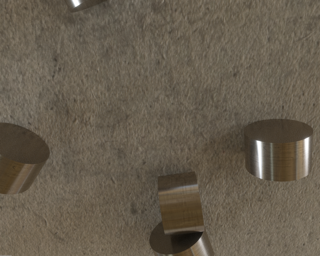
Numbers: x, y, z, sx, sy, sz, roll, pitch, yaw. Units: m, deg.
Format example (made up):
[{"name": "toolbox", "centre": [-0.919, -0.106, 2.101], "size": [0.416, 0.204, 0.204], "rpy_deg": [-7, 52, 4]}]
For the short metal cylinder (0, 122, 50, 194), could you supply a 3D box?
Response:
[{"name": "short metal cylinder", "centre": [-0.190, 0.037, 0.392], "size": [0.080, 0.080, 0.050], "rpy_deg": [32, 107, -12]}]

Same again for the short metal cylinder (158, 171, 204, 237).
[{"name": "short metal cylinder", "centre": [0.028, 0.102, 0.418], "size": [0.050, 0.080, 0.079], "rpy_deg": [-8, 110, 3]}]

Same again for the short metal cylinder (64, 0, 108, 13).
[{"name": "short metal cylinder", "centre": [-0.068, -0.160, 0.320], "size": [0.080, 0.080, 0.050], "rpy_deg": [-22, 109, 7]}]

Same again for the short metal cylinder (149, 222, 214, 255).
[{"name": "short metal cylinder", "centre": [0.031, 0.169, 0.443], "size": [0.080, 0.080, 0.050], "rpy_deg": [-18, 109, 6]}]

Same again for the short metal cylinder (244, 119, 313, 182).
[{"name": "short metal cylinder", "centre": [0.149, 0.025, 0.392], "size": [0.080, 0.080, 0.050], "rpy_deg": [-7, 110, 2]}]
